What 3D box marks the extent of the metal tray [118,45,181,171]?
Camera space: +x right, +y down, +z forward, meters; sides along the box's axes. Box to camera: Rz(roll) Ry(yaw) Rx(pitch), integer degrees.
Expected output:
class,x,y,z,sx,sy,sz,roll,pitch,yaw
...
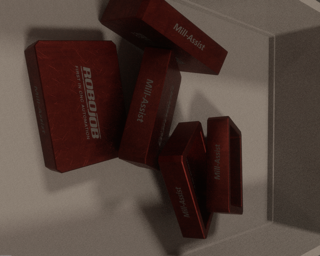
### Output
class,x,y,z,sx,sy,sz,roll,pitch,yaw
metal tray,-0.007,-0.019,0.366,0.090,0.030,0.129,52,50,-73

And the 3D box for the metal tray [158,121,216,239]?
class,x,y,z,sx,sy,sz,roll,pitch,yaw
metal tray,0.042,0.067,0.407,0.090,0.030,0.129,-56,135,-53

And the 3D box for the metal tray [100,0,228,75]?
class,x,y,z,sx,sy,sz,roll,pitch,yaw
metal tray,0.006,-0.107,0.368,0.131,0.090,0.030,24,87,-38

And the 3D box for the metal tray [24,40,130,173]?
class,x,y,z,sx,sy,sz,roll,pitch,yaw
metal tray,-0.084,-0.026,0.334,0.091,0.030,0.129,-13,99,-39

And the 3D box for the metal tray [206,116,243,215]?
class,x,y,z,sx,sy,sz,roll,pitch,yaw
metal tray,0.096,0.057,0.450,0.090,0.030,0.129,33,56,-59
